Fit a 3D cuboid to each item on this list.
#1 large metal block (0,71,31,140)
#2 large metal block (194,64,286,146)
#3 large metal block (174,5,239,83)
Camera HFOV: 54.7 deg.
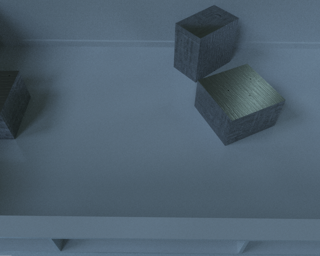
[{"bbox_3d":[-0.231,-0.031,0.413,0.081,0.050,0.080,0,50,0],"label":"large metal block"},{"bbox_3d":[0.103,-0.033,0.417,0.081,0.050,0.080,-20,53,-16],"label":"large metal block"},{"bbox_3d":[0.069,-0.130,0.479,0.080,0.080,0.050,-33,58,-25],"label":"large metal block"}]
